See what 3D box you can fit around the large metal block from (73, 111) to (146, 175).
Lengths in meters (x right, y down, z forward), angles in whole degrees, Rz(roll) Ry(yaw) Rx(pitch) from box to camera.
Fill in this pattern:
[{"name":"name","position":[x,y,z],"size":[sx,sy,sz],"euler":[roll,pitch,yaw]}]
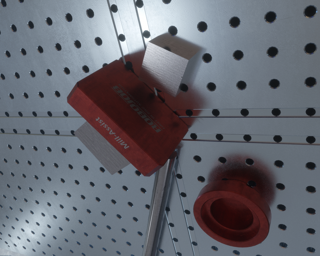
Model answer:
[{"name":"large metal block","position":[-0.058,0.007,0.428],"size":[0.080,0.050,0.080],"euler":[-35,99,38]}]

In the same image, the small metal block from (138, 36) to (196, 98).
[{"name":"small metal block","position":[0.008,-0.071,0.362],"size":[0.050,0.025,0.050],"euler":[27,128,10]}]

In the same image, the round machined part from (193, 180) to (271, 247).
[{"name":"round machined part","position":[0.098,0.109,0.415],"size":[0.098,0.042,0.097],"euler":[13,124,20]}]

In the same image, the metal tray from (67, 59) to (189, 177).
[{"name":"metal tray","position":[-0.034,-0.016,0.375],"size":[0.130,0.090,0.030],"euler":[44,129,-3]}]

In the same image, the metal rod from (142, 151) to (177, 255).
[{"name":"metal rod","position":[-0.008,0.155,0.509],"size":[0.025,0.025,0.298],"euler":[20,126,16]}]
